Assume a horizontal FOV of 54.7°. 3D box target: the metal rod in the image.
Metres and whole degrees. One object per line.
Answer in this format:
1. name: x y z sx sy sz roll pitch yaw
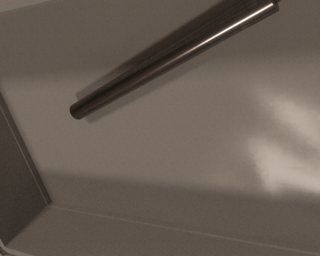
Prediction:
1. metal rod: -0.010 -0.071 0.368 0.299 0.025 0.025 -23 106 36
